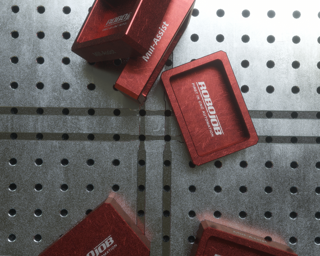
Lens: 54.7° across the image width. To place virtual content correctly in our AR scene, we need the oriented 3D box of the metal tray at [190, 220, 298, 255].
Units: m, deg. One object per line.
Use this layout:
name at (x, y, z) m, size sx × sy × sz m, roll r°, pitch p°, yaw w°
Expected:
metal tray at (0.106, 0.187, 0.412) m, size 0.131 × 0.030 × 0.090 m, roll 18°, pitch 90°, yaw -1°

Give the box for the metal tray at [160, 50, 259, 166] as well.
metal tray at (0.064, -0.026, 0.411) m, size 0.090 × 0.030 × 0.129 m, roll -21°, pitch 90°, yaw -1°

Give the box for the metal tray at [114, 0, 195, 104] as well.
metal tray at (-0.005, -0.094, 0.380) m, size 0.030 × 0.090 × 0.130 m, roll 30°, pitch 90°, yaw 0°

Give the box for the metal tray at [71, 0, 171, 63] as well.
metal tray at (-0.047, -0.125, 0.357) m, size 0.030 × 0.130 × 0.090 m, roll 30°, pitch 77°, yaw -37°

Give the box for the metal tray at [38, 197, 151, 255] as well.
metal tray at (-0.089, 0.168, 0.410) m, size 0.130 × 0.030 × 0.090 m, roll -40°, pitch 91°, yaw -1°
